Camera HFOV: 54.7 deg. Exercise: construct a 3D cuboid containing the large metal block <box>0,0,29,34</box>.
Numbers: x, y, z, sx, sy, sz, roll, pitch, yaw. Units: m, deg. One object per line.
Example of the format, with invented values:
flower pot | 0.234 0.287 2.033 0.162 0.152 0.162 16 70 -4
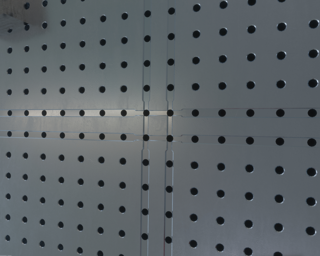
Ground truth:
large metal block | -0.264 -0.201 0.493 0.080 0.050 0.080 -10 87 19
